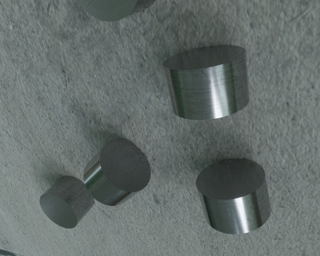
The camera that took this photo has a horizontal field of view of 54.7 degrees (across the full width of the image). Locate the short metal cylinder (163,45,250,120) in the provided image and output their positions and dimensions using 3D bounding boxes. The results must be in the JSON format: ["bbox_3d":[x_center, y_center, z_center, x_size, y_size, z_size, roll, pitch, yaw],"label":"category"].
[{"bbox_3d":[0.048,-0.049,0.315,0.080,0.080,0.050,2,119,27],"label":"short metal cylinder"}]

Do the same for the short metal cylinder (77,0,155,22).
[{"bbox_3d":[-0.044,-0.155,0.317,0.080,0.050,0.079,13,124,20],"label":"short metal cylinder"}]

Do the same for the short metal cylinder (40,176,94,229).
[{"bbox_3d":[-0.167,0.133,0.559,0.080,0.050,0.079,13,124,20],"label":"short metal cylinder"}]

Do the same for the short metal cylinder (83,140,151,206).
[{"bbox_3d":[-0.061,0.064,0.441,0.080,0.080,0.050,45,129,-3],"label":"short metal cylinder"}]

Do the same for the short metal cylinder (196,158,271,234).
[{"bbox_3d":[0.088,0.080,0.373,0.080,0.080,0.050,-3,117,29],"label":"short metal cylinder"}]
